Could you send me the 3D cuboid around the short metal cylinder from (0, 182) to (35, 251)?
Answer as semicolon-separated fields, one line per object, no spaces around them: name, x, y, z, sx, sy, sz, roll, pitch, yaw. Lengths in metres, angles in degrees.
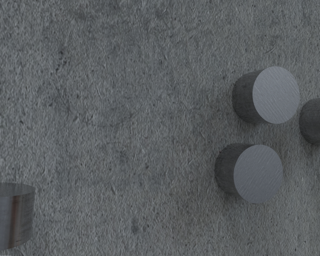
short metal cylinder;-0.173;0.087;0.316;0.081;0.080;0.050;5;89;-20

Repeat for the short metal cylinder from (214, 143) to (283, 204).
short metal cylinder;0.125;0.062;0.442;0.081;0.050;0.080;0;90;-20

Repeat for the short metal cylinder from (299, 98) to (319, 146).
short metal cylinder;0.273;-0.010;0.496;0.081;0.050;0.080;0;90;-20

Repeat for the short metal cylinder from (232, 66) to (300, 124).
short metal cylinder;0.153;-0.046;0.452;0.081;0.050;0.080;0;90;-20
